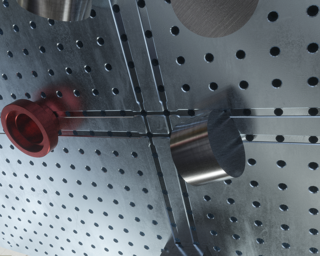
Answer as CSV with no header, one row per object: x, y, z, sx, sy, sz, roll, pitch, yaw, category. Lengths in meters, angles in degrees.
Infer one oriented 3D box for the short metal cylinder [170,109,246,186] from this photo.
0.057,0.024,0.360,0.050,0.080,0.080,-22,107,36,short metal cylinder

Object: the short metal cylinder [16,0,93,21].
-0.112,-0.158,0.337,0.080,0.080,0.050,29,128,9,short metal cylinder

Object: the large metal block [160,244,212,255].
0.050,0.244,0.520,0.080,0.050,0.080,-13,112,33,large metal block

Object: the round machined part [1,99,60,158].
-0.206,-0.003,0.507,0.098,0.042,0.097,13,124,21,round machined part

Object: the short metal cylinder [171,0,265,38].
0.056,-0.130,0.286,0.080,0.050,0.079,13,124,21,short metal cylinder
